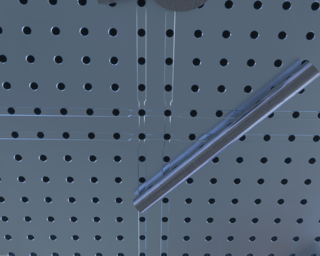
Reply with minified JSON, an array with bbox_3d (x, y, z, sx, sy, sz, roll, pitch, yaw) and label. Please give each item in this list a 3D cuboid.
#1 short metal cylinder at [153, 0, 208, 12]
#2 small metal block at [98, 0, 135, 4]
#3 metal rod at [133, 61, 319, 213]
[{"bbox_3d":[0.022,-0.169,0.338,0.081,0.050,0.079,0,111,0],"label":"short metal cylinder"},{"bbox_3d":[-0.042,-0.154,0.343,0.050,0.050,0.025,-9,110,3],"label":"small metal block"},{"bbox_3d":[0.081,0.020,0.421,0.300,0.025,0.025,-40,106,13],"label":"metal rod"}]
